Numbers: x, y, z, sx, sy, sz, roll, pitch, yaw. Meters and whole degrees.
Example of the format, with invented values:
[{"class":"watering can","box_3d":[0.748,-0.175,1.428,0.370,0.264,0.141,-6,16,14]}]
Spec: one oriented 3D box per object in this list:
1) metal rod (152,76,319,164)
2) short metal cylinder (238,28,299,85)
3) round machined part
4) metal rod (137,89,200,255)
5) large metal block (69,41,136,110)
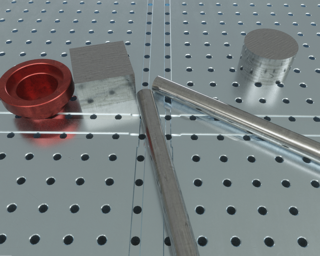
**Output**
[{"class":"metal rod","box_3d":[0.122,-0.005,0.413,0.301,0.025,0.025,26,55,19]},{"class":"short metal cylinder","box_3d":[0.168,-0.113,0.488,0.081,0.050,0.080,0,50,0]},{"class":"round machined part","box_3d":[-0.171,-0.051,0.437,0.099,0.042,0.098,0,50,0]},{"class":"metal rod","box_3d":[0.009,0.065,0.353,0.025,0.025,0.300,-9,51,-8]},{"class":"large metal block","box_3d":[-0.084,-0.079,0.457,0.081,0.050,0.080,-12,51,-10]}]
